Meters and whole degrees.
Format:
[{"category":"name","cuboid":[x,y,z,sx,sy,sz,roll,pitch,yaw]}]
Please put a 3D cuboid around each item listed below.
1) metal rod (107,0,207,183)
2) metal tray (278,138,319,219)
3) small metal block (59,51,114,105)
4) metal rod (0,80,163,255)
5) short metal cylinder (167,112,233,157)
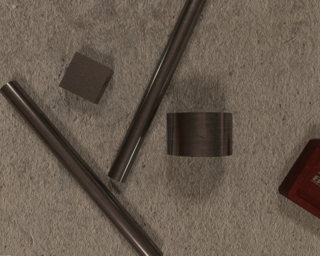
[{"category":"metal rod","cuboid":[0.004,-0.069,0.409,0.025,0.025,0.299,24,90,-1]},{"category":"metal tray","cuboid":[0.239,0.084,0.410,0.130,0.030,0.090,33,90,-1]},{"category":"small metal block","cuboid":[-0.096,-0.065,0.409,0.050,0.025,0.050,26,90,-1]},{"category":"metal rod","cuboid":[-0.102,0.060,0.408,0.025,0.025,0.300,-40,91,0]},{"category":"short metal cylinder","cuboid":[0.049,0.007,0.383,0.081,0.080,0.050,0,90,-1]}]
